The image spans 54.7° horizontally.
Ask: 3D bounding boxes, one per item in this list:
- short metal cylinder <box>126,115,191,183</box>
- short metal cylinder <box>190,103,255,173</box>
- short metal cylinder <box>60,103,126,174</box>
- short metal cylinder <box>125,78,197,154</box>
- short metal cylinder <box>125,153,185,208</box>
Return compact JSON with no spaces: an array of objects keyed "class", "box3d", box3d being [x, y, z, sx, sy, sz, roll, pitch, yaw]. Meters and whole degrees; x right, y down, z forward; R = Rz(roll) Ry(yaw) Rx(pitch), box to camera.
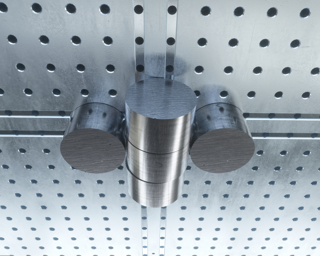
[{"class":"short metal cylinder","box3d":[-0.002,0.023,0.394,0.081,0.080,0.050,2,130,-2]},{"class":"short metal cylinder","box3d":[0.078,0.014,0.408,0.081,0.050,0.079,0,130,0]},{"class":"short metal cylinder","box3d":[-0.084,0.014,0.405,0.081,0.050,0.079,0,130,0]},{"class":"short metal cylinder","box3d":[0.000,-0.016,0.361,0.081,0.080,0.050,2,130,-2]},{"class":"short metal cylinder","box3d":[-0.006,0.062,0.427,0.081,0.080,0.050,1,130,-1]}]
